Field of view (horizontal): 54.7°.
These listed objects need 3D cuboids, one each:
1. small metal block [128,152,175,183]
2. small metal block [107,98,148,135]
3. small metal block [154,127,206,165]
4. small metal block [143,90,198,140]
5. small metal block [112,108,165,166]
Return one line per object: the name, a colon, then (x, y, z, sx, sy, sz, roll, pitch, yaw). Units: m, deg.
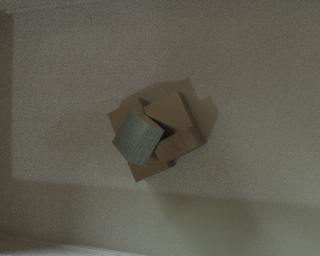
small metal block: (-0.016, 0.039, 0.414, 0.050, 0.025, 0.050, -26, 82, 17)
small metal block: (-0.036, -0.007, 0.421, 0.050, 0.025, 0.050, -26, 82, 17)
small metal block: (0.025, 0.021, 0.386, 0.050, 0.050, 0.025, -29, 81, 16)
small metal block: (0.014, -0.014, 0.403, 0.050, 0.025, 0.050, -26, 82, 17)
small metal block: (-0.028, 0.011, 0.378, 0.050, 0.025, 0.050, 40, 105, 50)
